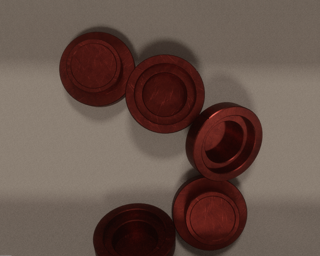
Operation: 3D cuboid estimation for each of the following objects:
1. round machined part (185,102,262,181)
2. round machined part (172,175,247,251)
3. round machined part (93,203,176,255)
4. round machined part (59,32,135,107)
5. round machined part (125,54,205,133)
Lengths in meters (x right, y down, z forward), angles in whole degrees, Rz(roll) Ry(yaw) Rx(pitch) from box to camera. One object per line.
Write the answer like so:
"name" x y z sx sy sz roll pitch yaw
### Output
"round machined part" 0.076 0.014 0.391 0.099 0.042 0.097 -8 111 -21
"round machined part" 0.065 0.112 0.404 0.099 0.042 0.097 0 90 -1
"round machined part" -0.030 0.143 0.382 0.099 0.098 0.042 -2 121 -1
"round machined part" -0.082 -0.077 0.402 0.099 0.042 0.097 0 90 -1
"round machined part" 0.006 -0.042 0.401 0.099 0.042 0.097 0 92 -4
